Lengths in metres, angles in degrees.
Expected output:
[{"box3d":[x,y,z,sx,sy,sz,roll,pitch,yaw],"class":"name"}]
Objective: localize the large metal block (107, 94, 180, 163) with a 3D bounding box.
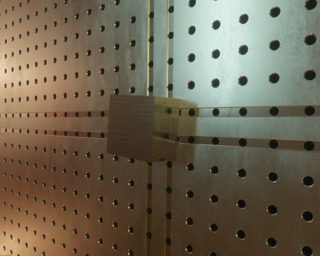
[{"box3d":[-0.023,-0.002,0.413,0.080,0.050,0.080,7,94,40],"class":"large metal block"}]
